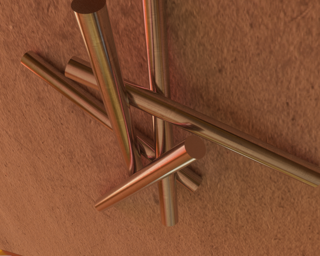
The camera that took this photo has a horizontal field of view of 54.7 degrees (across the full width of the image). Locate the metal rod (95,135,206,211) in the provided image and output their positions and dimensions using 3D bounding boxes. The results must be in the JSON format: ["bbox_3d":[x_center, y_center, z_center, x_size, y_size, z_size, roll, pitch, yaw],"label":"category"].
[{"bbox_3d":[-0.034,0.076,0.423,0.025,0.025,0.299,45,143,-4],"label":"metal rod"}]

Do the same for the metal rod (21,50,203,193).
[{"bbox_3d":[-0.068,-0.010,0.434,0.300,0.025,0.025,37,129,3],"label":"metal rod"}]

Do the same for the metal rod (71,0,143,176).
[{"bbox_3d":[-0.043,-0.007,0.346,0.025,0.025,0.299,20,150,16],"label":"metal rod"}]

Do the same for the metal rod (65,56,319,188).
[{"bbox_3d":[0.039,-0.006,0.344,0.301,0.025,0.025,24,128,-2],"label":"metal rod"}]

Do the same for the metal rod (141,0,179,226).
[{"bbox_3d":[0.003,-0.007,0.378,0.025,0.025,0.298,6,115,24],"label":"metal rod"}]
